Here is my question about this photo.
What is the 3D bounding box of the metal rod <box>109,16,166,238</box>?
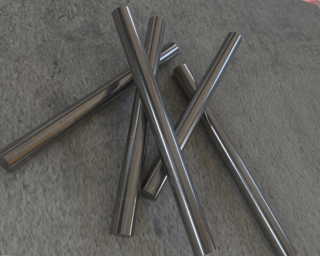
[{"bbox_3d":[-0.022,-0.022,0.385,0.025,0.025,0.299,18,61,-19],"label":"metal rod"}]

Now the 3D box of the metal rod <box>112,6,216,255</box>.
[{"bbox_3d":[0.000,-0.006,0.359,0.025,0.025,0.299,-12,77,-33],"label":"metal rod"}]

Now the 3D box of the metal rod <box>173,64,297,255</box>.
[{"bbox_3d":[0.097,0.036,0.435,0.025,0.025,0.299,-16,70,-35],"label":"metal rod"}]

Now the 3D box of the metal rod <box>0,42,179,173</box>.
[{"bbox_3d":[-0.066,-0.045,0.396,0.025,0.025,0.302,45,51,3],"label":"metal rod"}]

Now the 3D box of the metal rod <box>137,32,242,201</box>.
[{"bbox_3d":[0.053,-0.035,0.426,0.025,0.025,0.301,35,60,-6],"label":"metal rod"}]
